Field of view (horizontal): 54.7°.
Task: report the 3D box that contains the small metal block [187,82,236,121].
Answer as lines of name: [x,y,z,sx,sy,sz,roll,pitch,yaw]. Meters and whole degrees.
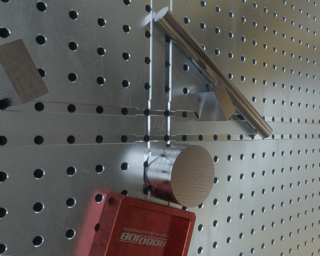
small metal block: [0.076,-0.038,0.456,0.025,0.050,0.050,-45,117,-31]

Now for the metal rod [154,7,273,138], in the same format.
metal rod: [0.099,-0.071,0.491,0.301,0.025,0.025,39,66,-33]

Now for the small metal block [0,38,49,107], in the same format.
small metal block: [-0.133,-0.048,0.281,0.025,0.050,0.050,-35,112,-34]

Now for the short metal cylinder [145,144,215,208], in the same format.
short metal cylinder: [0.028,0.062,0.416,0.081,0.050,0.080,0,90,-40]

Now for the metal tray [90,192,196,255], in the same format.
metal tray: [-0.017,0.139,0.391,0.131,0.030,0.090,25,75,-37]
